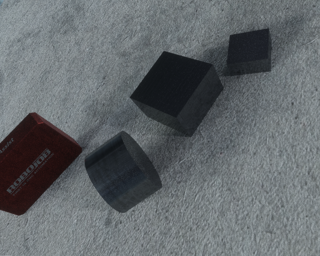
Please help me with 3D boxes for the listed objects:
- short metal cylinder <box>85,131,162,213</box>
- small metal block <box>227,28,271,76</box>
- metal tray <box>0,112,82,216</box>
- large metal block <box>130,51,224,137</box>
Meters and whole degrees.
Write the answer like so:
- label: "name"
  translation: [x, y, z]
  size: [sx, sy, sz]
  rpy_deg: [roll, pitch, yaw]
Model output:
- label: "short metal cylinder"
  translation: [-0.041, 0.050, 0.360]
  size: [0.050, 0.080, 0.080]
  rpy_deg: [-35, 51, 5]
- label: "small metal block"
  translation: [0.117, -0.098, 0.403]
  size: [0.050, 0.025, 0.050]
  rpy_deg: [-3, 60, 26]
- label: "metal tray"
  translation: [-0.183, 0.052, 0.426]
  size: [0.130, 0.090, 0.030]
  rpy_deg: [-48, 51, -6]
- label: "large metal block"
  translation: [0.022, -0.046, 0.404]
  size: [0.080, 0.050, 0.080]
  rpy_deg: [26, 76, 37]
